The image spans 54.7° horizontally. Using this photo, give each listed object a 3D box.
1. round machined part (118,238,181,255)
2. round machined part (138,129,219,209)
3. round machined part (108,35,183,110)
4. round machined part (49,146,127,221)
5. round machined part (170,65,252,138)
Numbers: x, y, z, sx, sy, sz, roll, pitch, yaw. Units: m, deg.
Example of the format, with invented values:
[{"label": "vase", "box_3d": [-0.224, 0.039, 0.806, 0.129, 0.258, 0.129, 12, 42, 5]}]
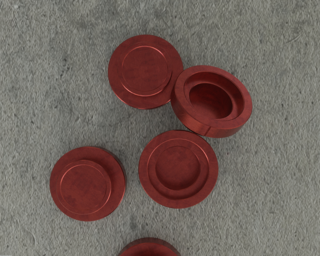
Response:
[{"label": "round machined part", "box_3d": [-0.015, 0.198, 0.401, 0.099, 0.042, 0.097, 0, 90, 0]}, {"label": "round machined part", "box_3d": [0.023, 0.050, 0.400, 0.099, 0.042, 0.097, 0, 92, 1]}, {"label": "round machined part", "box_3d": [-0.019, -0.073, 0.401, 0.099, 0.042, 0.097, 0, 90, 0]}, {"label": "round machined part", "box_3d": [-0.094, 0.073, 0.401, 0.099, 0.042, 0.097, 0, 90, 0]}, {"label": "round machined part", "box_3d": [0.060, -0.028, 0.386, 0.099, 0.042, 0.098, 8, 55, -11]}]
